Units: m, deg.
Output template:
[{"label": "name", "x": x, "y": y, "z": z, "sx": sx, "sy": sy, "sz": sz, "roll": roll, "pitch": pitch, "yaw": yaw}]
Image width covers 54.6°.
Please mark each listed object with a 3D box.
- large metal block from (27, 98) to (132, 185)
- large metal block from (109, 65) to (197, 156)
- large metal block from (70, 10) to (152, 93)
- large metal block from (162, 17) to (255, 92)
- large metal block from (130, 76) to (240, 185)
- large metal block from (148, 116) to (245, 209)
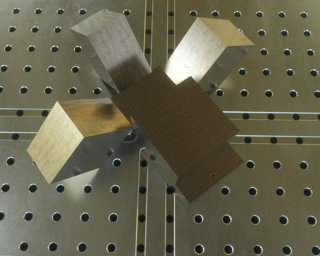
[{"label": "large metal block", "x": -0.092, "y": 0.012, "z": 0.362, "sx": 0.050, "sy": 0.080, "sz": 0.080, "roll": 50, "pitch": 119, "yaw": 16}, {"label": "large metal block", "x": -0.007, "y": -0.021, "z": 0.406, "sx": 0.080, "sy": 0.050, "sz": 0.080, "roll": -36, "pitch": 74, "yaw": -12}, {"label": "large metal block", "x": -0.064, "y": -0.101, "z": 0.403, "sx": 0.050, "sy": 0.080, "sz": 0.080, "roll": -36, "pitch": 35, "yaw": -12}, {"label": "large metal block", "x": 0.063, "y": -0.092, "z": 0.400, "sx": 0.050, "sy": 0.080, "sz": 0.081, "roll": 50, "pitch": 38, "yaw": 16}, {"label": "large metal block", "x": 0.025, "y": 0.004, "z": 0.343, "sx": 0.080, "sy": 0.050, "sz": 0.080, "roll": -35, "pitch": 74, "yaw": -13}, {"label": "large metal block", "x": 0.041, "y": 0.040, "z": 0.383, "sx": 0.080, "sy": 0.050, "sz": 0.080, "roll": -35, "pitch": 73, "yaw": -13}]
